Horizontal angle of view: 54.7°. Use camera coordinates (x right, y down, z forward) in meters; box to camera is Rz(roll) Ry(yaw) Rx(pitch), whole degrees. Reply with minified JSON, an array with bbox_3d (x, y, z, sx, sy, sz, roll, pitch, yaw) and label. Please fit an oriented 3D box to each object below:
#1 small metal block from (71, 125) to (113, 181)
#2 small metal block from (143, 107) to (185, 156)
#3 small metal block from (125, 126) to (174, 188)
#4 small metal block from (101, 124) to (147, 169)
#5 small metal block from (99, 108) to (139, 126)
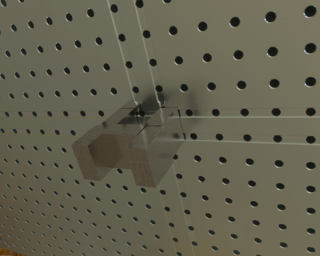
[{"bbox_3d":[-0.077,0.030,0.387,0.025,0.050,0.050,1,118,28],"label":"small metal block"},{"bbox_3d":[0.006,0.007,0.394,0.025,0.050,0.050,-1,118,28],"label":"small metal block"},{"bbox_3d":[-0.010,0.031,0.352,0.025,0.050,0.050,1,118,28],"label":"small metal block"},{"bbox_3d":[-0.038,0.023,0.380,0.050,0.025,0.050,1,119,27],"label":"small metal block"},{"bbox_3d":[-0.052,0.007,0.424,0.025,0.050,0.050,1,119,27],"label":"small metal block"}]
